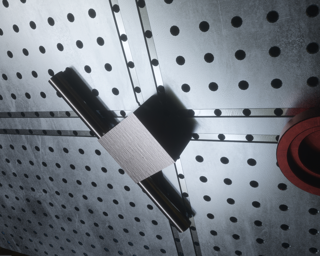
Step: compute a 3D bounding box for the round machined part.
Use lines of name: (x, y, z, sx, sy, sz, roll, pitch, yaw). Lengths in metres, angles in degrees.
round machined part: (0.175, 0.021, 0.321, 0.098, 0.042, 0.097, 13, 124, 21)

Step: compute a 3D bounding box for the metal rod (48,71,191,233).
metal rod: (-0.055, 0.040, 0.465, 0.025, 0.025, 0.300, -33, 100, 38)

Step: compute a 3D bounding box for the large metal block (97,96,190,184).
large metal block: (-0.022, 0.018, 0.418, 0.080, 0.050, 0.080, -34, 100, 38)
